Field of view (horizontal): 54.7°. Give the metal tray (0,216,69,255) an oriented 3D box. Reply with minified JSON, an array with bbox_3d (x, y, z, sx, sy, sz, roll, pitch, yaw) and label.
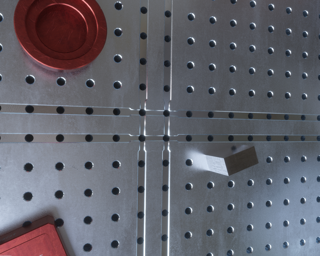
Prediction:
[{"bbox_3d":[-0.169,0.169,0.347,0.131,0.030,0.090,-22,98,-19],"label":"metal tray"}]

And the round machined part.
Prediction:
[{"bbox_3d":[-0.115,-0.113,0.362,0.099,0.042,0.097,0,90,-21],"label":"round machined part"}]

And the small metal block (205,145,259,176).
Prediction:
[{"bbox_3d":[0.101,0.044,0.438,0.050,0.050,0.025,-19,97,-19],"label":"small metal block"}]
